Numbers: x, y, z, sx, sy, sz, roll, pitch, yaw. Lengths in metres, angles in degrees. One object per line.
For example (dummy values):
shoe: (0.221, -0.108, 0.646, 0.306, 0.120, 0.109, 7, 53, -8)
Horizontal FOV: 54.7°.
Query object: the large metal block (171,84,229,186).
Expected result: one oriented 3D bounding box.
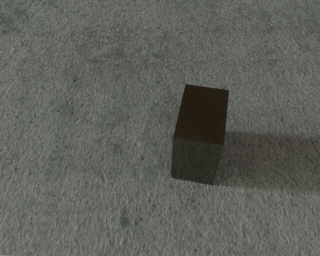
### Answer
large metal block: (0.046, 0.008, 0.361, 0.050, 0.080, 0.080, 9, 51, 7)
